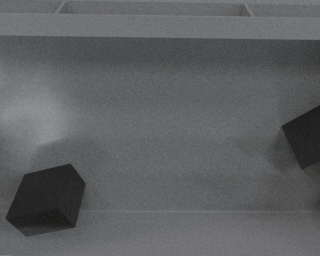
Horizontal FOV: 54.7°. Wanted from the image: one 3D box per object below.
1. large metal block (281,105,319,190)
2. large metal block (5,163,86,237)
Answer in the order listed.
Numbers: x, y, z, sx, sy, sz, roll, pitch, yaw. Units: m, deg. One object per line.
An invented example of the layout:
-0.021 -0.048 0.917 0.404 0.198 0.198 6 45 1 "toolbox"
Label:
0.213 0.017 0.390 0.080 0.080 0.050 -34 122 25 "large metal block"
-0.166 0.107 0.462 0.080 0.080 0.050 -14 129 11 "large metal block"
